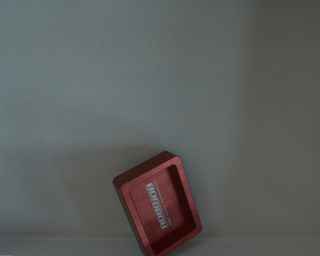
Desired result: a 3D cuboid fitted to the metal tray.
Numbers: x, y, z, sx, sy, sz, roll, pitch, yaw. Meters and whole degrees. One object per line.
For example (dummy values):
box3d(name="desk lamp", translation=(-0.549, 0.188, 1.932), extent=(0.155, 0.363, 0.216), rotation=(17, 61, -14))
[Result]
box3d(name="metal tray", translation=(0.000, 0.108, 0.427), extent=(0.091, 0.030, 0.129), rotation=(-27, 111, -22))
